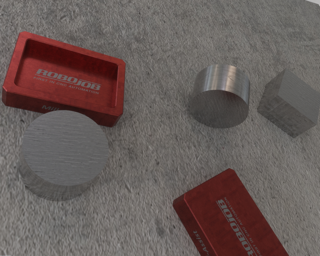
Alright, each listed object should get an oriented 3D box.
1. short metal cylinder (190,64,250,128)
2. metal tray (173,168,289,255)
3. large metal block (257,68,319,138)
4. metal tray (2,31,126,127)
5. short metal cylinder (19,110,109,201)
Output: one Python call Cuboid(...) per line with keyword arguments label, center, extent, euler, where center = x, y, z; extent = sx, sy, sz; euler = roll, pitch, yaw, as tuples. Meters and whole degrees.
Cuboid(label="short metal cylinder", center=(0.086, -0.044, 0.441), extent=(0.080, 0.080, 0.050), euler=(25, 53, -13))
Cuboid(label="metal tray", center=(0.085, 0.123, 0.371), extent=(0.091, 0.030, 0.130), euler=(-21, 73, -36))
Cuboid(label="large metal block", center=(0.224, -0.043, 0.535), extent=(0.080, 0.050, 0.080), euler=(36, 51, -5))
Cuboid(label="metal tray", center=(-0.110, -0.058, 0.376), extent=(0.131, 0.030, 0.090), euler=(12, 57, -22))
Cuboid(label="short metal cylinder", center=(-0.099, 0.029, 0.317), extent=(0.081, 0.050, 0.080), euler=(14, 56, -21))
